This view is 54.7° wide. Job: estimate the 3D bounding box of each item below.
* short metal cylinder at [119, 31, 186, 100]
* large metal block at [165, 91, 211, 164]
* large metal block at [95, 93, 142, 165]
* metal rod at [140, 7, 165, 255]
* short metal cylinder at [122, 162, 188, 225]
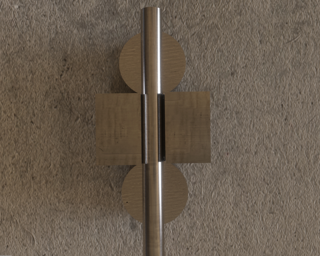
[{"bbox_3d":[-0.009,-0.078,0.398,0.081,0.050,0.080,0,90,0],"label":"short metal cylinder"},{"bbox_3d":[0.031,-0.001,0.384,0.050,0.080,0.080,-1,90,0],"label":"large metal block"},{"bbox_3d":[-0.046,0.001,0.383,0.050,0.080,0.080,-1,90,0],"label":"large metal block"},{"bbox_3d":[-0.009,0.013,0.361,0.025,0.025,0.298,-1,90,0],"label":"metal rod"},{"bbox_3d":[-0.006,0.078,0.399,0.081,0.050,0.080,0,90,0],"label":"short metal cylinder"}]
